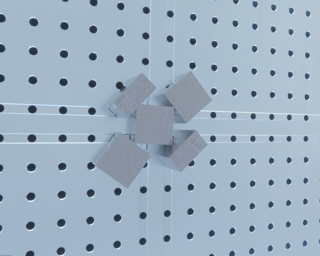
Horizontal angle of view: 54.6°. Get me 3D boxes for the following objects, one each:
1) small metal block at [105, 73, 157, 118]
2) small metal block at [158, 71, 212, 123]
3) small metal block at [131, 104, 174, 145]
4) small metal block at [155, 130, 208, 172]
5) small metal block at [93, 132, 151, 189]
[{"bbox_3d":[-0.037,-0.039,0.385,0.025,0.050,0.050,46,77,-15],"label":"small metal block"},{"bbox_3d":[0.034,-0.041,0.425,0.050,0.025,0.050,-42,103,-15],"label":"small metal block"},{"bbox_3d":[-0.010,-0.004,0.408,0.050,0.025,0.050,4,88,-19],"label":"small metal block"},{"bbox_3d":[0.027,0.028,0.409,0.050,0.050,0.025,-44,104,-15],"label":"small metal block"},{"bbox_3d":[-0.049,0.040,0.394,0.050,0.025,0.050,40,77,-16],"label":"small metal block"}]
